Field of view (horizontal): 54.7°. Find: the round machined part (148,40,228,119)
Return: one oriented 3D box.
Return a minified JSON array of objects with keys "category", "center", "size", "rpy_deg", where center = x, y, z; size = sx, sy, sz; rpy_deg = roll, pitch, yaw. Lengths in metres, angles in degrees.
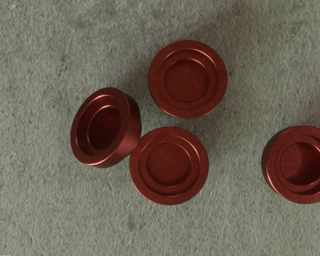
[{"category":"round machined part","center":[0.034,-0.060,0.402],"size":[0.099,0.042,0.097],"rpy_deg":[0,90,-1]}]

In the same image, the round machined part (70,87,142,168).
[{"category":"round machined part","center":[-0.062,0.002,0.384],"size":[0.098,0.042,0.098],"rpy_deg":[-14,64,32]}]

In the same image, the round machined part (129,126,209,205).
[{"category":"round machined part","center":[0.011,0.047,0.402],"size":[0.099,0.042,0.097],"rpy_deg":[0,90,-1]}]

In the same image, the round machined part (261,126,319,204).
[{"category":"round machined part","center":[0.181,0.046,0.404],"size":[0.099,0.042,0.097],"rpy_deg":[0,90,-1]}]
